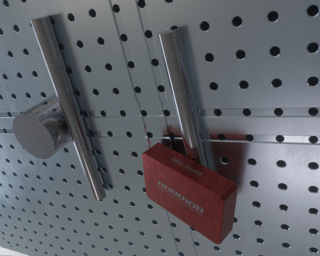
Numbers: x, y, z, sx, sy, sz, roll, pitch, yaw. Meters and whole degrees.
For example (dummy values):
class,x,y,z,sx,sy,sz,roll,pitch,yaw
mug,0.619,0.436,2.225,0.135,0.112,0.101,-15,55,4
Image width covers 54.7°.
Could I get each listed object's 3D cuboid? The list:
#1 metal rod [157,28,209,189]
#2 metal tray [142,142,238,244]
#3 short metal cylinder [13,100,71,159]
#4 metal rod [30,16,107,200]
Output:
class,x,y,z,sx,sy,sz,roll,pitch,yaw
metal rod,0.044,0.024,0.402,0.025,0.025,0.298,-1,118,28
metal tray,0.035,0.084,0.412,0.130,0.030,0.089,26,135,35
short metal cylinder,-0.184,0.003,0.494,0.080,0.050,0.079,13,124,21
metal rod,-0.131,-0.013,0.471,0.025,0.025,0.298,3,120,27
